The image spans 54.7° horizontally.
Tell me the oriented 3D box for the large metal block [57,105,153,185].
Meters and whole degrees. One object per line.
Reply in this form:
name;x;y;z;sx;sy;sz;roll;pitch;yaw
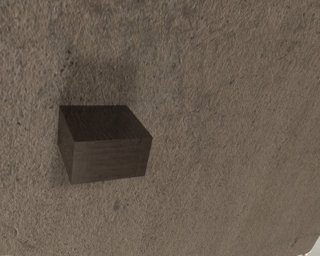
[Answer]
large metal block;-0.065;0.014;0.346;0.081;0.080;0.050;-2;120;-28
